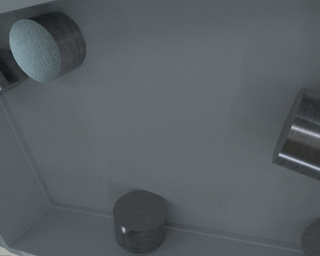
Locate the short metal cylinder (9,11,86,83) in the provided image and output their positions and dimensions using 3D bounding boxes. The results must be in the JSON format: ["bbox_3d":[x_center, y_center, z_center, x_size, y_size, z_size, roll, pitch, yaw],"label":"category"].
[{"bbox_3d":[-0.145,-0.106,0.404,0.080,0.050,0.079,13,124,21],"label":"short metal cylinder"}]

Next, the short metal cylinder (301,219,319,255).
[{"bbox_3d":[0.210,0.145,0.352,0.080,0.080,0.050,-16,110,34],"label":"short metal cylinder"}]

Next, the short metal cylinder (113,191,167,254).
[{"bbox_3d":[-0.031,0.143,0.478,0.080,0.080,0.050,15,125,19],"label":"short metal cylinder"}]

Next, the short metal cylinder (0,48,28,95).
[{"bbox_3d":[-0.246,-0.075,0.456,0.080,0.080,0.050,-20,108,35],"label":"short metal cylinder"}]

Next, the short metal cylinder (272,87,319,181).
[{"bbox_3d":[0.148,0.006,0.299,0.050,0.080,0.079,21,127,15],"label":"short metal cylinder"}]
